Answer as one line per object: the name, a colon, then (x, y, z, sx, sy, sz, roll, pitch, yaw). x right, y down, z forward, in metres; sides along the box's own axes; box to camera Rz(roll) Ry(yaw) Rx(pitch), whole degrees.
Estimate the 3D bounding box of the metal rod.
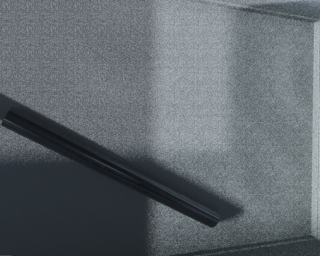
metal rod: (-0.047, 0.058, 0.393, 0.301, 0.025, 0.025, 30, 80, -18)
